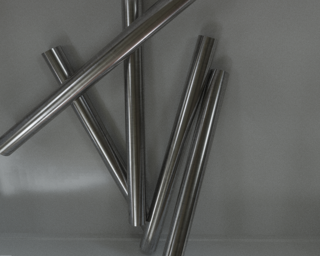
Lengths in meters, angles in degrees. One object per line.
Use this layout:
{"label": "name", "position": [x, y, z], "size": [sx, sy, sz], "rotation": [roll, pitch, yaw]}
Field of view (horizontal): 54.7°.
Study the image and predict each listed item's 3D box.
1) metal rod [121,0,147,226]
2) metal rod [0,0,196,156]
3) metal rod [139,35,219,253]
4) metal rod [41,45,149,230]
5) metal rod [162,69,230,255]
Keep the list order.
{"label": "metal rod", "position": [-0.031, -0.015, 0.391], "size": [0.025, 0.025, 0.298], "rotation": [0, 105, 0]}
{"label": "metal rod", "position": [-0.084, -0.060, 0.358], "size": [0.300, 0.025, 0.025], "rotation": [-36, 106, 15]}
{"label": "metal rod", "position": [0.021, 0.031, 0.408], "size": [0.025, 0.025, 0.298], "rotation": [14, 104, -5]}
{"label": "metal rod", "position": [-0.070, 0.033, 0.422], "size": [0.025, 0.025, 0.299], "rotation": [-23, 109, 8]}
{"label": "metal rod", "position": [0.036, 0.074, 0.375], "size": [0.025, 0.025, 0.299], "rotation": [15, 85, -6]}
